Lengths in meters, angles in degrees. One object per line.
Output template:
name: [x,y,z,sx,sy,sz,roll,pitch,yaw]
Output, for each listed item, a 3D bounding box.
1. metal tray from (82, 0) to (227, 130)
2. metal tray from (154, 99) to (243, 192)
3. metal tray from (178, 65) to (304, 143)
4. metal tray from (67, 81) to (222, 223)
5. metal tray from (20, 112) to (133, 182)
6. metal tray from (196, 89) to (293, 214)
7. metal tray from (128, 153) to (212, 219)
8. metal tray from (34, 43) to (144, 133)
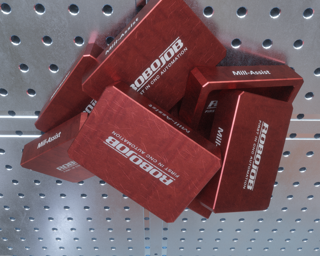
metal tray: [-0.007,-0.066,0.327,0.130,0.030,0.090,-43,121,14]
metal tray: [0.050,0.021,0.388,0.130,0.090,0.030,37,121,-26]
metal tray: [0.090,-0.025,0.358,0.131,0.030,0.089,-6,133,-22]
metal tray: [-0.016,0.025,0.314,0.130,0.030,0.090,35,110,-3]
metal tray: [-0.105,0.031,0.404,0.130,0.030,0.090,-24,143,33]
metal tray: [0.097,0.028,0.349,0.091,0.030,0.129,8,97,-33]
metal tray: [0.005,0.068,0.408,0.090,0.130,0.030,35,80,-27]
metal tray: [-0.083,-0.028,0.383,0.090,0.030,0.129,31,123,-24]
